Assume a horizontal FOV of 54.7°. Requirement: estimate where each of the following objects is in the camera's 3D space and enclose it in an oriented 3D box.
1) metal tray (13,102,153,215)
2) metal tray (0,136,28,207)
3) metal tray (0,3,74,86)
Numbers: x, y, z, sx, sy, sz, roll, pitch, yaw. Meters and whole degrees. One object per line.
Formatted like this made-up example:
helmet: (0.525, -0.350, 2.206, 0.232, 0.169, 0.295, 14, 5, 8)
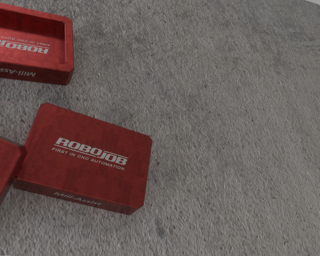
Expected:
metal tray: (-0.078, 0.034, 0.337, 0.131, 0.030, 0.090, 19, 54, -17)
metal tray: (-0.192, 0.031, 0.251, 0.131, 0.030, 0.090, 25, 81, -12)
metal tray: (-0.173, -0.103, 0.369, 0.131, 0.030, 0.090, 4, 60, -26)
